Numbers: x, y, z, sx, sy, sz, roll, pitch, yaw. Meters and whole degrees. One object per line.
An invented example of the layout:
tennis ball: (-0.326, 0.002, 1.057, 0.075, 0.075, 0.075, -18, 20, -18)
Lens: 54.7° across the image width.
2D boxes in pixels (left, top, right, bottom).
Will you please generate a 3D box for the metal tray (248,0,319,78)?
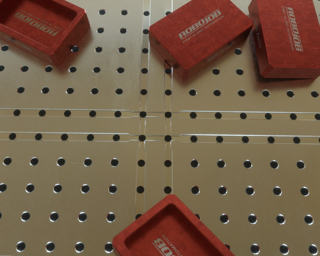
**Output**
metal tray: (0.187, -0.138, 0.456, 0.091, 0.030, 0.130, -1, 70, -8)

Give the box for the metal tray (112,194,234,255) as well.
metal tray: (0.023, 0.145, 0.329, 0.091, 0.030, 0.130, -33, 59, -26)

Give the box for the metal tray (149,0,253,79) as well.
metal tray: (0.060, -0.143, 0.462, 0.131, 0.030, 0.090, -36, 74, -13)

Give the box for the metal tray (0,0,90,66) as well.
metal tray: (-0.185, -0.160, 0.465, 0.130, 0.030, 0.090, 27, 72, 9)
